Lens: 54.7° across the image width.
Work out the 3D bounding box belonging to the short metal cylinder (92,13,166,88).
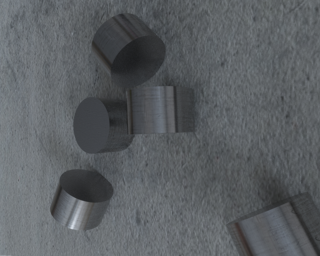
[{"bbox_3d":[-0.040,-0.099,0.400,0.050,0.081,0.080,51,120,27],"label":"short metal cylinder"}]

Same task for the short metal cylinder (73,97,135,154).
[{"bbox_3d":[-0.082,-0.004,0.453,0.080,0.050,0.079,0,90,39],"label":"short metal cylinder"}]

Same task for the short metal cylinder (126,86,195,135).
[{"bbox_3d":[0.001,-0.018,0.367,0.080,0.081,0.050,-4,88,39],"label":"short metal cylinder"}]

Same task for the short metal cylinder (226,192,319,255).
[{"bbox_3d":[0.107,0.097,0.280,0.080,0.081,0.050,-35,69,34],"label":"short metal cylinder"}]

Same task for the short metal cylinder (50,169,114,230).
[{"bbox_3d":[-0.116,0.105,0.462,0.080,0.081,0.050,36,112,34],"label":"short metal cylinder"}]
